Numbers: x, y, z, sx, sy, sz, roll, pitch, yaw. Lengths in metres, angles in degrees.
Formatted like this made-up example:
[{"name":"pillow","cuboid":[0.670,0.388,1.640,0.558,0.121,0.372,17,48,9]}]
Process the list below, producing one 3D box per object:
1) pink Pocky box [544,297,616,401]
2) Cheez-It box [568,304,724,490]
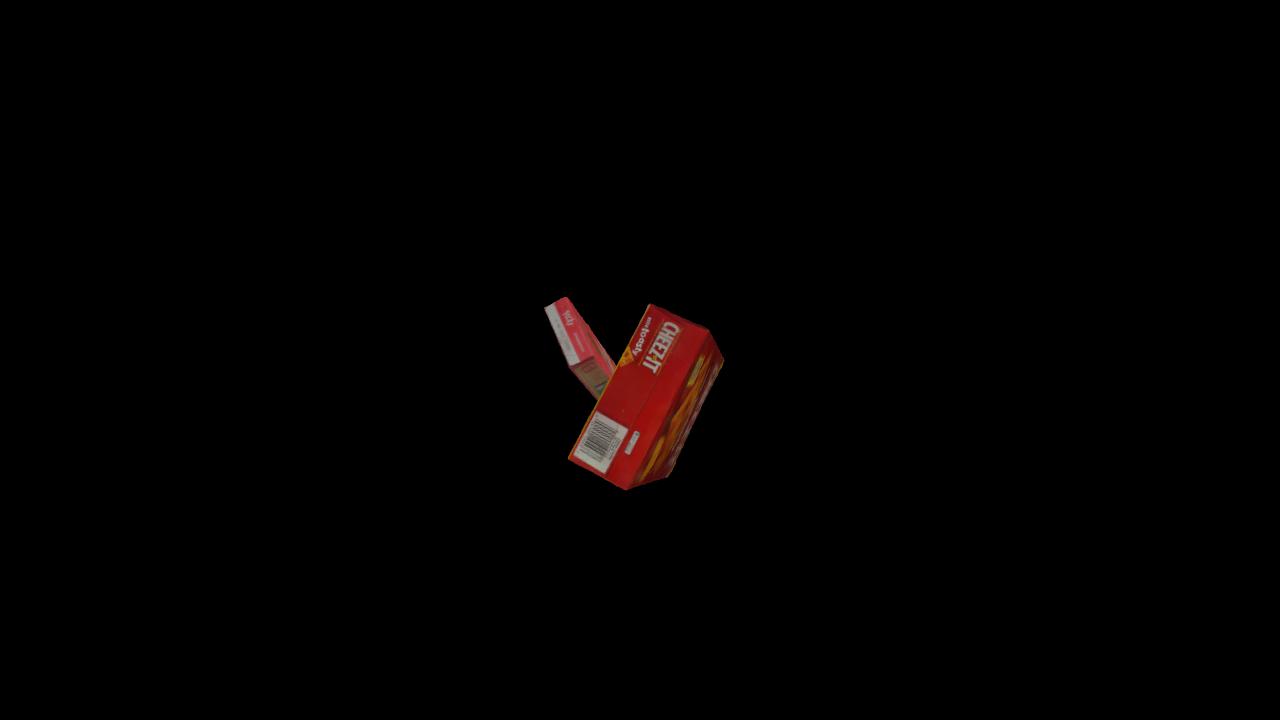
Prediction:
[{"name":"pink Pocky box","cuboid":[-0.048,0.006,0.660,0.029,0.084,0.155,-28,-34,3]},{"name":"Cheez-It box","cuboid":[0.020,0.046,0.656,0.071,0.166,0.223,27,-1,14]}]
